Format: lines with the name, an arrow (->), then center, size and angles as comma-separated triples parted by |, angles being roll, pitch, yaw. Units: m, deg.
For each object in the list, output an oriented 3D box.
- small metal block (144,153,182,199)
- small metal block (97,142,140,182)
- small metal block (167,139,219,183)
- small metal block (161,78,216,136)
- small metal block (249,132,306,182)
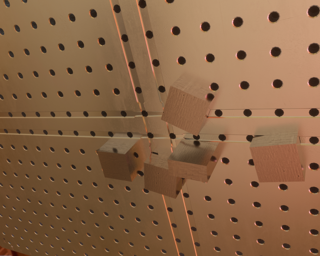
small metal block -> 0.005, 0.070, 0.452 | 0.050, 0.025, 0.050 | 14, 124, 20
small metal block -> -0.064, 0.052, 0.478 | 0.050, 0.025, 0.050 | 4, 120, 26
small metal block -> 0.044, 0.040, 0.397 | 0.050, 0.050, 0.025 | 7, 122, 24
small metal block -> 0.034, -0.025, 0.378 | 0.050, 0.025, 0.050 | 26, 128, 12
small metal block -> 0.137, 0.035, 0.361 | 0.050, 0.025, 0.050 | -8, 115, 31
